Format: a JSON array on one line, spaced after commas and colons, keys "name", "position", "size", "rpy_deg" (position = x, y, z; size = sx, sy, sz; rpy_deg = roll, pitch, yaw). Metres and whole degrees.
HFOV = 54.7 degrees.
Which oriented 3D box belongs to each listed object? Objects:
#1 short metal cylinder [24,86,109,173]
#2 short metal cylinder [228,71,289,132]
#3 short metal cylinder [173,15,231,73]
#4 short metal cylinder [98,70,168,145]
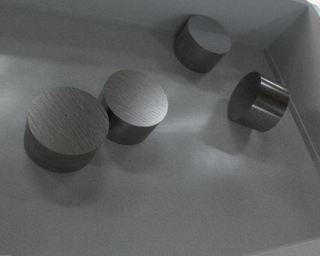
[{"name": "short metal cylinder", "position": [-0.101, 0.002, 0.334], "size": [0.081, 0.050, 0.080], "rpy_deg": [14, 56, -21]}, {"name": "short metal cylinder", "position": [0.148, -0.040, 0.474], "size": [0.050, 0.080, 0.080], "rpy_deg": [23, 53, -15]}, {"name": "short metal cylinder", "position": [0.069, -0.137, 0.510], "size": [0.081, 0.050, 0.080], "rpy_deg": [14, 56, -21]}, {"name": "short metal cylinder", "position": [-0.037, -0.025, 0.385], "size": [0.081, 0.050, 0.080], "rpy_deg": [14, 56, -21]}]
